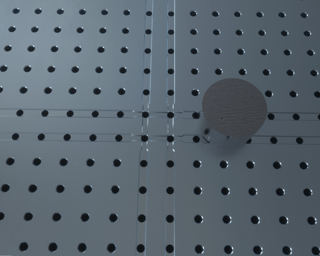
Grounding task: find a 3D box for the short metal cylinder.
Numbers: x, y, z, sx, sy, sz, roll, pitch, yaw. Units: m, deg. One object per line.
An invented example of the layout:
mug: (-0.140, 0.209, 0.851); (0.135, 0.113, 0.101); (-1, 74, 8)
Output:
short metal cylinder: (0.092, -0.018, 0.406); (0.080, 0.050, 0.080); (0, 70, 0)
